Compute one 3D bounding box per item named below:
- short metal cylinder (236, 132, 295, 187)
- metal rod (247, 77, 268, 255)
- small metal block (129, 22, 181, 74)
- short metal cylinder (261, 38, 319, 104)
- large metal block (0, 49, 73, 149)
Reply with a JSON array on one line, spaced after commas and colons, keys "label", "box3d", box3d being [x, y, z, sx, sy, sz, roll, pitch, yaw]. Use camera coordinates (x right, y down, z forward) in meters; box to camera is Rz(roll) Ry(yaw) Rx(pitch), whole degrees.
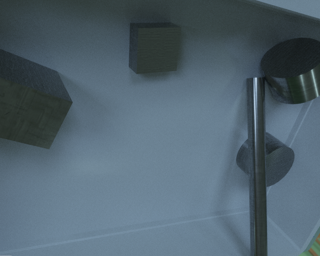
[{"label": "short metal cylinder", "box3d": [0.178, 0.053, 0.526, 0.081, 0.050, 0.079, -14, 125, -21]}, {"label": "metal rod", "box3d": [0.145, 0.076, 0.461, 0.025, 0.025, 0.298, -6, 97, -26]}, {"label": "small metal block", "box3d": [-0.007, -0.091, 0.350, 0.050, 0.025, 0.050, -9, 123, -24]}, {"label": "short metal cylinder", "box3d": [0.187, -0.079, 0.429, 0.080, 0.080, 0.050, -38, 130, -3]}, {"label": "large metal block", "box3d": [-0.135, -0.031, 0.280, 0.080, 0.080, 0.050, 20, 108, -36]}]
